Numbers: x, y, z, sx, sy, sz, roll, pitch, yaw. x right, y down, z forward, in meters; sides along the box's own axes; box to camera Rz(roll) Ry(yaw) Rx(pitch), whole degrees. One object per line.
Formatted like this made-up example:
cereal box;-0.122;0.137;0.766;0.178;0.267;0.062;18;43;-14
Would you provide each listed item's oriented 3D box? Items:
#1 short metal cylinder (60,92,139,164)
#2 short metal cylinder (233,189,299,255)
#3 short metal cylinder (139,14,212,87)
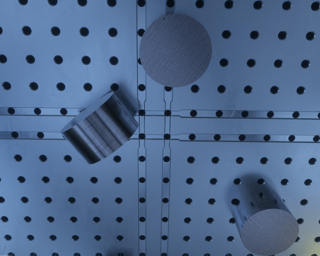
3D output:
short metal cylinder;-0.074;-0.001;0.383;0.080;0.080;0.050;-33;107;11
short metal cylinder;0.152;0.137;0.453;0.081;0.050;0.079;0;110;-1
short metal cylinder;0.017;-0.093;0.366;0.081;0.050;0.079;0;110;-1
